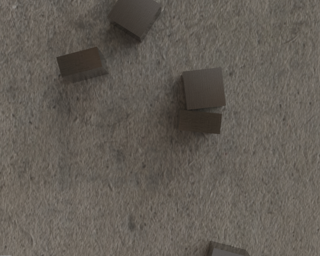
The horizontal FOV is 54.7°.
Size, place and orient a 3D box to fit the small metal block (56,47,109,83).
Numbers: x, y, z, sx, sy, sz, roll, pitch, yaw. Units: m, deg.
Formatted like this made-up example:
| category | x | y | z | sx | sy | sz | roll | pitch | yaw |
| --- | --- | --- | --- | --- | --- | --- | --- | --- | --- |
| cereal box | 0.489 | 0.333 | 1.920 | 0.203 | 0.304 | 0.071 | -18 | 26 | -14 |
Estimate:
| category | x | y | z | sx | sy | sz | roll | pitch | yaw |
| --- | --- | --- | --- | --- | --- | --- | --- | --- | --- |
| small metal block | -0.097 | -0.079 | 0.396 | 0.050 | 0.050 | 0.025 | -15 | 90 | 0 |

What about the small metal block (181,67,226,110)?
| category | x | y | z | sx | sy | sz | roll | pitch | yaw |
| --- | --- | --- | --- | --- | --- | --- | --- | --- | --- |
| small metal block | 0.057 | -0.051 | 0.411 | 0.050 | 0.025 | 0.050 | -7 | 90 | -1 |

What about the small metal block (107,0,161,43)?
| category | x | y | z | sx | sy | sz | roll | pitch | yaw |
| --- | --- | --- | --- | --- | --- | --- | --- | --- | --- |
| small metal block | -0.033 | -0.150 | 0.409 | 0.050 | 0.025 | 0.050 | 32 | 90 | -1 |

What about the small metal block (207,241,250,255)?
| category | x | y | z | sx | sy | sz | roll | pitch | yaw |
| --- | --- | --- | --- | --- | --- | --- | --- | --- | --- |
| small metal block | 0.087 | 0.185 | 0.411 | 0.050 | 0.025 | 0.050 | 15 | 90 | -1 |

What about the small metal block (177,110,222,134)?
| category | x | y | z | sx | sy | sz | roll | pitch | yaw |
| --- | --- | --- | --- | --- | --- | --- | --- | --- | --- |
| small metal block | 0.049 | -0.007 | 0.398 | 0.050 | 0.050 | 0.025 | 6 | 90 | -1 |
